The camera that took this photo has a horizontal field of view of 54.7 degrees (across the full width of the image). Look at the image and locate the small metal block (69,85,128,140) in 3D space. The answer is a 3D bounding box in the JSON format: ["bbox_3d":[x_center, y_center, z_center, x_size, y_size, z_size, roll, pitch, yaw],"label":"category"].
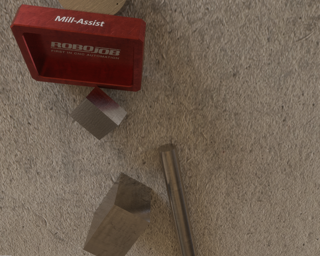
[{"bbox_3d":[-0.078,-0.018,0.390,0.050,0.025,0.050,42,137,-14],"label":"small metal block"}]

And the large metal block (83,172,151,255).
[{"bbox_3d":[-0.055,0.122,0.425,0.050,0.080,0.080,31,107,-11],"label":"large metal block"}]

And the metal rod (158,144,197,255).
[{"bbox_3d":[0.038,0.164,0.470,0.025,0.025,0.298,-11,110,3],"label":"metal rod"}]

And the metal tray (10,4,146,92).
[{"bbox_3d":[-0.084,-0.085,0.347,0.131,0.030,0.090,6,151,-3],"label":"metal tray"}]

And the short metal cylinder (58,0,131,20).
[{"bbox_3d":[-0.070,-0.159,0.337,0.081,0.050,0.079,0,110,-1],"label":"short metal cylinder"}]
